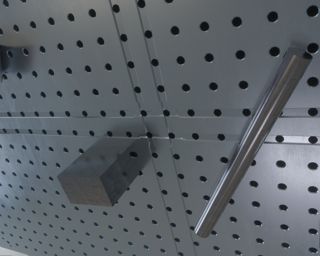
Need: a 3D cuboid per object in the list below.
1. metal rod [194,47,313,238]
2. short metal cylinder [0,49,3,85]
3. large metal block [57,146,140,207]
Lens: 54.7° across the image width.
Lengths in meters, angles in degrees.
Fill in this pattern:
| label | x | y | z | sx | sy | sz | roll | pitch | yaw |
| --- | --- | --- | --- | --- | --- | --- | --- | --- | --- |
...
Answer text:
| label | x | y | z | sx | sy | sz | roll | pitch | yaw |
| --- | --- | --- | --- | --- | --- | --- | --- | --- | --- |
| metal rod | 0.099 | 0.043 | 0.385 | 0.025 | 0.025 | 0.298 | 26 | 128 | 12 |
| short metal cylinder | -0.283 | -0.096 | 0.466 | 0.080 | 0.080 | 0.050 | 25 | 127 | 12 |
| large metal block | -0.090 | 0.070 | 0.466 | 0.080 | 0.080 | 0.050 | -4 | 116 | 30 |
